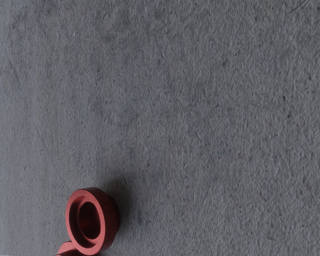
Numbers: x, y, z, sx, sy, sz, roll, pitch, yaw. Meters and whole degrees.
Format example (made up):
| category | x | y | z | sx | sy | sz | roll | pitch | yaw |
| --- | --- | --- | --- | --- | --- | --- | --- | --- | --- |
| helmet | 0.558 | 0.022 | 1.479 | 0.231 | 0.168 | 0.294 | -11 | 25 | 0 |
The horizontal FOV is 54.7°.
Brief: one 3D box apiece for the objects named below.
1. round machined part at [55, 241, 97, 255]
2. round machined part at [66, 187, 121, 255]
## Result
| category | x | y | z | sx | sy | sz | roll | pitch | yaw |
| --- | --- | --- | --- | --- | --- | --- | --- | --- | --- |
| round machined part | -0.146 | 0.239 | 0.515 | 0.098 | 0.042 | 0.097 | 0 | 90 | 40 |
| round machined part | -0.099 | 0.139 | 0.476 | 0.098 | 0.042 | 0.097 | 0 | 90 | 40 |
